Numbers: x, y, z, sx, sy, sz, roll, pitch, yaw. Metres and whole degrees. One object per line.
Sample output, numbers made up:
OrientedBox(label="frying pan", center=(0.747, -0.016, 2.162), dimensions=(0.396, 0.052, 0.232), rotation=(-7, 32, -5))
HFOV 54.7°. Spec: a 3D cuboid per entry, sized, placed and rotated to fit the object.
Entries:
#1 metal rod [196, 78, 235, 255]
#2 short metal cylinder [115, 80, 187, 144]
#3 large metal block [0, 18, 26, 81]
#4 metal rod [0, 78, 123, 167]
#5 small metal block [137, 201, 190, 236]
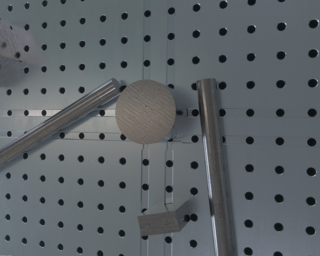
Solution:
OrientedBox(label="metal rod", center=(0.073, 0.088, 0.386), dimensions=(0.025, 0.025, 0.298), rotation=(-7, 88, 20))
OrientedBox(label="short metal cylinder", center=(-0.010, -0.020, 0.403), dimensions=(0.080, 0.050, 0.079), rotation=(0, 90, 20))
OrientedBox(label="large metal block", center=(-0.277, -0.123, 0.497), dimensions=(0.080, 0.050, 0.080), rotation=(-29, 81, 17))
OrientedBox(label="metal rod", center=(-0.186, 0.009, 0.477), dimensions=(0.300, 0.025, 0.025), rotation=(-28, 81, 17))
OrientedBox(label="small metal block", center=(0.006, 0.116, 0.397), dimensions=(0.050, 0.050, 0.025), rotation=(-14, 86, 19))
